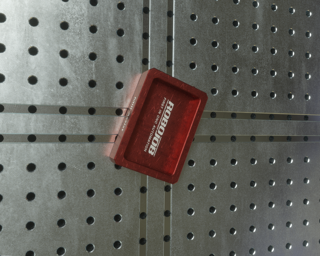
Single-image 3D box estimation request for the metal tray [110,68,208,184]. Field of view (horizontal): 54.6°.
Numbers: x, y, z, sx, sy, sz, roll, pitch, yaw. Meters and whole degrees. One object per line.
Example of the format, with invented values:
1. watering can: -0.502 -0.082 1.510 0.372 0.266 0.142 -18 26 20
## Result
1. metal tray: 0.000 -0.002 0.409 0.090 0.030 0.130 23 83 -19
